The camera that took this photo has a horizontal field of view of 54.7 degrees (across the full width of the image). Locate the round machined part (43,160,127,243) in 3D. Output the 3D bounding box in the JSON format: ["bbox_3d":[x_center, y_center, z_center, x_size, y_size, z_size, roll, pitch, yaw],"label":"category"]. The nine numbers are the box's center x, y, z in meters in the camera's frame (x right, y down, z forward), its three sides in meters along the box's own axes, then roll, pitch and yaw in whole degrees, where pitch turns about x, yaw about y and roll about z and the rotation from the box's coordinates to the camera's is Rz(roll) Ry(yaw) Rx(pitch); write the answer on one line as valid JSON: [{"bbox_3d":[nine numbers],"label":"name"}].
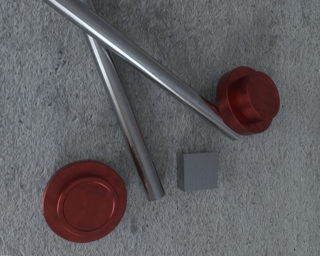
[{"bbox_3d":[-0.087,0.088,0.368,0.099,0.042,0.097,0,90,-20],"label":"round machined part"}]

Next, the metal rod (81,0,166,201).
[{"bbox_3d":[-0.055,-0.049,0.388,0.025,0.025,0.299,-23,98,-19],"label":"metal rod"}]

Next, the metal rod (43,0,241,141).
[{"bbox_3d":[-0.003,-0.069,0.390,0.301,0.025,0.025,34,79,-24],"label":"metal rod"}]

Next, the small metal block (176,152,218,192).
[{"bbox_3d":[0.051,0.059,0.428,0.050,0.025,0.050,-1,91,-20],"label":"small metal block"}]

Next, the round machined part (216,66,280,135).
[{"bbox_3d":[0.129,-0.040,0.433,0.099,0.042,0.098,9,73,-33],"label":"round machined part"}]
